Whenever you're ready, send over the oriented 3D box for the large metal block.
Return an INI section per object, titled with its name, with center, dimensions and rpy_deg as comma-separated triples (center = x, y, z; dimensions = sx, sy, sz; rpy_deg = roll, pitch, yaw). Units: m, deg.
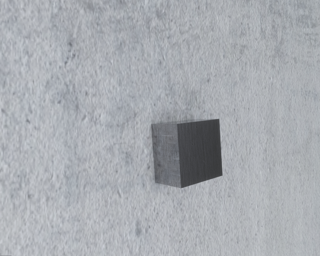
[large metal block]
center = 0.038, 0.031, 0.422
dimensions = 0.081, 0.050, 0.079
rpy_deg = -7, 95, -40
